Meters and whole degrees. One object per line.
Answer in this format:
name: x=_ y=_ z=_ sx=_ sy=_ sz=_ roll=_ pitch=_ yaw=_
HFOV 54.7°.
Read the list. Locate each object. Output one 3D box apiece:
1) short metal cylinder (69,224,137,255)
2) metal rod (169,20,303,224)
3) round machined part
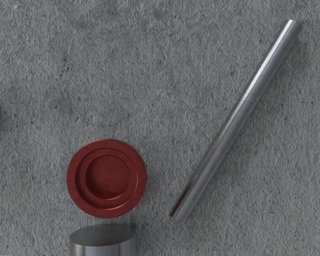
short metal cylinder: x=-0.069 y=0.155 z=0.382 sx=0.081 sy=0.080 sz=0.050 roll=-1 pitch=90 yaw=0
metal rod: x=0.100 y=-0.008 z=0.410 sx=0.025 sy=0.025 sz=0.299 roll=31 pitch=90 yaw=0
round machined part: x=-0.066 y=0.062 z=0.401 sx=0.099 sy=0.042 sz=0.097 roll=0 pitch=90 yaw=0
